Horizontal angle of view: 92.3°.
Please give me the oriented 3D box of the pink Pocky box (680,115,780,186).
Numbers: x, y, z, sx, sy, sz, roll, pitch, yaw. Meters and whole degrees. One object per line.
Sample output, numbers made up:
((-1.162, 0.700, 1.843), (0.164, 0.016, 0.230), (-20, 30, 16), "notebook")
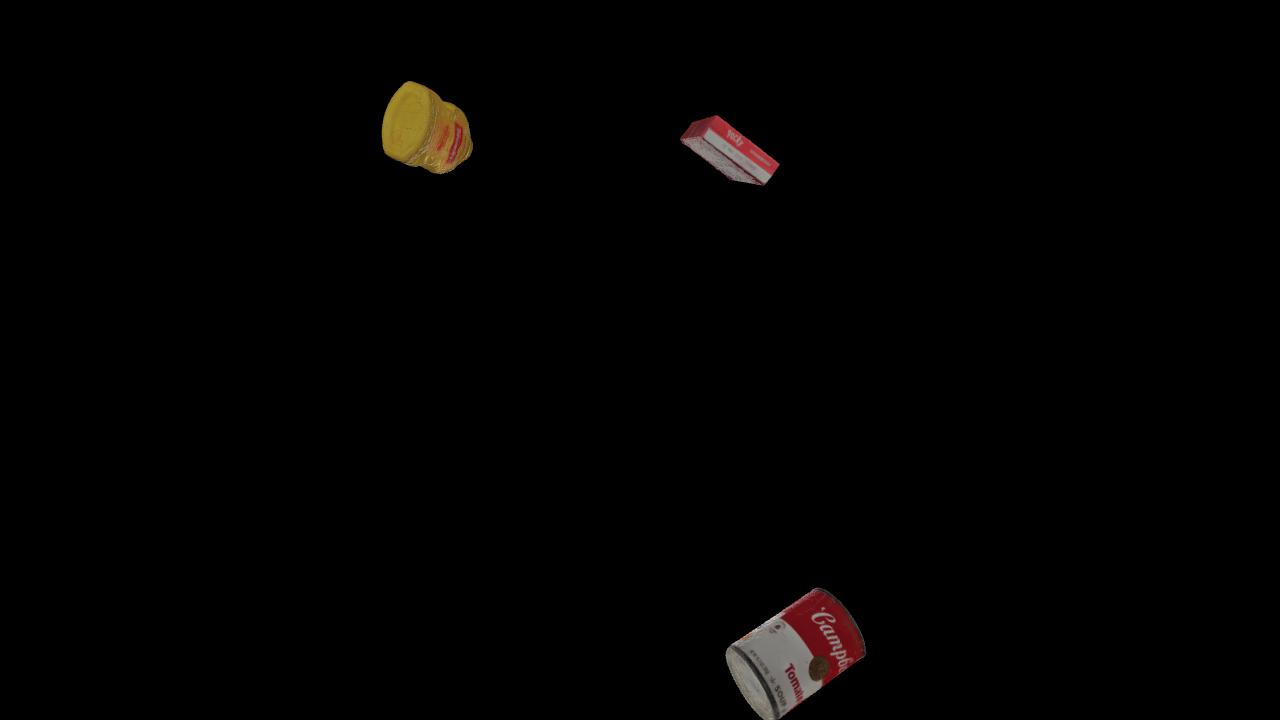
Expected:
((0.095, -0.232, 0.684), (0.084, 0.029, 0.155), (33, 13, -14), "pink Pocky box")

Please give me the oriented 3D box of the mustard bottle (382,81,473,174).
((-0.257, -0.285, 0.783), (0.054, 0.092, 0.184), (18, 10, 2), "mustard bottle")

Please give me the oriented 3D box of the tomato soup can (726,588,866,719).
((0.133, 0.253, 0.533), (0.101, 0.068, 0.068), (-23, 8, -20), "tomato soup can")
